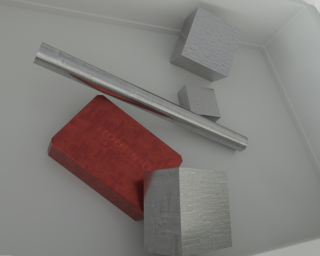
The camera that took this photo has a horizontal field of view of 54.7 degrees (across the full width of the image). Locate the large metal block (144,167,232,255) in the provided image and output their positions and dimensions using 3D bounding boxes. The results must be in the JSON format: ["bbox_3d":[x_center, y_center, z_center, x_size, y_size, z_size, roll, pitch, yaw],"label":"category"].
[{"bbox_3d":[0.030,0.086,0.328,0.081,0.050,0.080,12,71,-43],"label":"large metal block"}]

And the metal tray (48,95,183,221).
[{"bbox_3d":[-0.048,0.032,0.358,0.130,0.030,0.090,38,51,-3],"label":"metal tray"}]

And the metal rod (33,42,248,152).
[{"bbox_3d":[-0.005,-0.029,0.397,0.302,0.025,0.025,22,53,-24],"label":"metal rod"}]

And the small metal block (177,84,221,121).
[{"bbox_3d":[0.057,-0.034,0.459,0.050,0.025,0.050,6,59,-26],"label":"small metal block"}]

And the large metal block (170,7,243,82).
[{"bbox_3d":[0.072,-0.128,0.489,0.080,0.050,0.080,22,82,-16],"label":"large metal block"}]
